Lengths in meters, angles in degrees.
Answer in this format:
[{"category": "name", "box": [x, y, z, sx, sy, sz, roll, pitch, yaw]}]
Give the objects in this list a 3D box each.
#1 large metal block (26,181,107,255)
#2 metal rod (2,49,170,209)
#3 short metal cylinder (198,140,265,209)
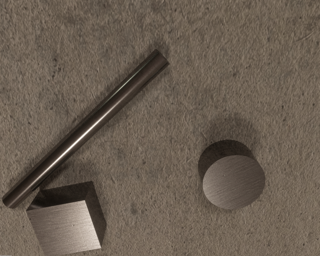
[{"category": "large metal block", "box": [-0.129, 0.130, 0.442, 0.080, 0.050, 0.079, -11, 110, 3]}, {"category": "metal rod", "box": [-0.106, 0.009, 0.411, 0.300, 0.025, 0.025, -41, 105, 13]}, {"category": "short metal cylinder", "box": [0.095, 0.062, 0.421, 0.081, 0.050, 0.079, 0, 110, -1]}]
